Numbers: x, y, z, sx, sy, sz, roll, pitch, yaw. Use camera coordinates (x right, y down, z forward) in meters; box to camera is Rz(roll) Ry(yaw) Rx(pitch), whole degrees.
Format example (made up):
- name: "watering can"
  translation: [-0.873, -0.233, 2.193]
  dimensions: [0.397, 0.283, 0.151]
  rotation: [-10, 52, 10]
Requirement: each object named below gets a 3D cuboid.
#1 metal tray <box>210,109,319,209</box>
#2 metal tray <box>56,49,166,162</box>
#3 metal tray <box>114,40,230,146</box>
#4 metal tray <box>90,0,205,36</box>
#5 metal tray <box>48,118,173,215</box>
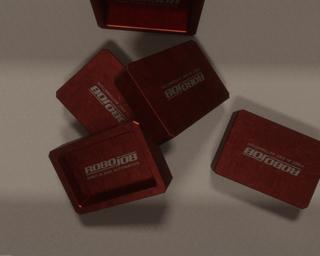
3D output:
- name: "metal tray"
  translation: [0.145, 0.040, 0.411]
  dimensions: [0.131, 0.030, 0.090]
  rotation: [23, 90, -1]
- name: "metal tray"
  translation: [-0.058, -0.026, 0.408]
  dimensions: [0.090, 0.030, 0.130]
  rotation: [-43, 91, 0]
- name: "metal tray"
  translation: [0.020, -0.047, 0.369]
  dimensions: [0.131, 0.030, 0.090]
  rotation: [-33, 90, -43]
- name: "metal tray"
  translation: [-0.015, -0.153, 0.376]
  dimensions: [0.131, 0.090, 0.030]
  rotation: [4, 77, -1]
- name: "metal tray"
  translation: [-0.061, 0.048, 0.379]
  dimensions: [0.130, 0.030, 0.090]
  rotation: [-19, 99, 20]
